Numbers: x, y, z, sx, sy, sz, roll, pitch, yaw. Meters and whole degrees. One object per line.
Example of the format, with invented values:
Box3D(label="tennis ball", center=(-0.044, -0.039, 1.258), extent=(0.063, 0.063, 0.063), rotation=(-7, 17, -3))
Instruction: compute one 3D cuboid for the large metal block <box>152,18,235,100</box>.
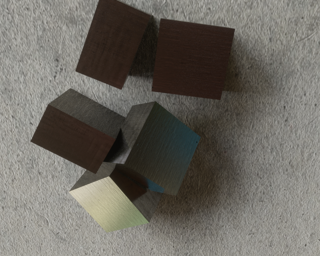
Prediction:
Box3D(label="large metal block", center=(0.035, -0.083, 0.366), extent=(0.081, 0.050, 0.079), rotation=(7, 110, -3))

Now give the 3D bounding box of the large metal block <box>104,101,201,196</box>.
Box3D(label="large metal block", center=(-0.008, 0.025, 0.375), extent=(0.080, 0.050, 0.080), rotation=(37, 67, -29))

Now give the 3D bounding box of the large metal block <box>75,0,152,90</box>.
Box3D(label="large metal block", center=(-0.048, -0.097, 0.344), extent=(0.050, 0.080, 0.079), rotation=(22, 109, -8))

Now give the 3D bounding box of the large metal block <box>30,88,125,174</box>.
Box3D(label="large metal block", center=(-0.095, 0.000, 0.379), extent=(0.080, 0.080, 0.050), rotation=(29, 107, -9))

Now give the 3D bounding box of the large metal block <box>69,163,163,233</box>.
Box3D(label="large metal block", center=(-0.058, 0.087, 0.413), extent=(0.080, 0.050, 0.080), rotation=(-25, 110, 34))
